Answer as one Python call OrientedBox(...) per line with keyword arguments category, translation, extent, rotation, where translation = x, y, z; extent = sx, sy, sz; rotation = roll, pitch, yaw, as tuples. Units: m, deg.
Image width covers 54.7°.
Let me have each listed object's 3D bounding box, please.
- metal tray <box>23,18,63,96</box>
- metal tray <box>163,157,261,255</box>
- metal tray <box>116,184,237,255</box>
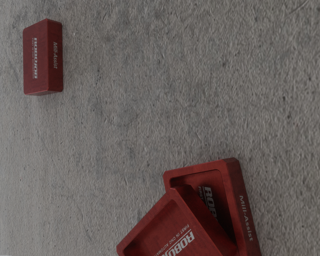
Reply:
OrientedBox(category="metal tray", translation=(-0.223, -0.130, 0.586), extent=(0.090, 0.030, 0.129), rotation=(-2, 89, 40))
OrientedBox(category="metal tray", translation=(0.057, 0.105, 0.354), extent=(0.090, 0.030, 0.129), rotation=(-18, 78, 38))
OrientedBox(category="metal tray", translation=(0.012, 0.138, 0.352), extent=(0.129, 0.030, 0.090), rotation=(-52, 60, 27))
